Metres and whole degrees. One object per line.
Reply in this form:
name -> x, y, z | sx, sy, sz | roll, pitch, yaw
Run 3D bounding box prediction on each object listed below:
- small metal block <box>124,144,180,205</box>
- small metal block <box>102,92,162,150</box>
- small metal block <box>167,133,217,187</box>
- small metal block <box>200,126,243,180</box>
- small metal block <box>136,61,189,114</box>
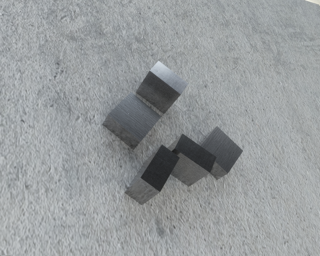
small metal block -> -0.009, 0.053, 0.350 | 0.025, 0.050, 0.050 | 37, 51, -4
small metal block -> -0.035, -0.009, 0.391 | 0.050, 0.025, 0.050 | 40, 51, -2
small metal block -> 0.032, 0.041, 0.380 | 0.050, 0.050, 0.025 | 35, 51, -5
small metal block -> 0.078, 0.034, 0.425 | 0.050, 0.025, 0.050 | 44, 51, 2
small metal block -> 0.002, -0.054, 0.422 | 0.050, 0.050, 0.025 | 37, 51, -3
